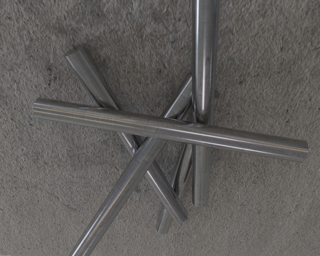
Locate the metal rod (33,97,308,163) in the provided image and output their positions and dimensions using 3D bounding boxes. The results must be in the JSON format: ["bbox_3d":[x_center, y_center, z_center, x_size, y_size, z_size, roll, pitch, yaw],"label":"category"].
[{"bbox_3d":[0.008,0.001,0.348,0.302,0.025,0.025,9,130,4],"label":"metal rod"}]

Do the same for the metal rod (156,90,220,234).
[{"bbox_3d":[0.032,0.069,0.465,0.025,0.025,0.298,8,130,-7],"label":"metal rod"}]

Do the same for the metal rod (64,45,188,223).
[{"bbox_3d":[-0.030,0.028,0.411,0.025,0.025,0.299,-20,122,16],"label":"metal rod"}]

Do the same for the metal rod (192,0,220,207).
[{"bbox_3d":[0.051,-0.004,0.369,0.025,0.025,0.298,-3,130,2],"label":"metal rod"}]

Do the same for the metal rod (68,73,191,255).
[{"bbox_3d":[-0.037,0.063,0.397,0.025,0.025,0.299,28,105,-22],"label":"metal rod"}]
